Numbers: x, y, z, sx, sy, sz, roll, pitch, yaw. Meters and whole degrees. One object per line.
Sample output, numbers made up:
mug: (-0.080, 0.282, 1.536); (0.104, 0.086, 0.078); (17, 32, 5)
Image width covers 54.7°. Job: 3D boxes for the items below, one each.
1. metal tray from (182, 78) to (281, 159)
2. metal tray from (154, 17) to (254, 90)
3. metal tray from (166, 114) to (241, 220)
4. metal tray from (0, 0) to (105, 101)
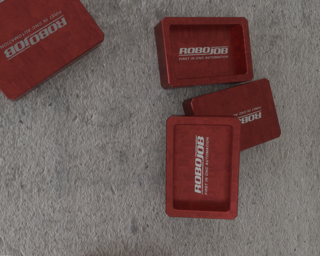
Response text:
metal tray: (0.105, -0.013, 0.445); (0.131, 0.030, 0.089); (-17, 96, -19)
metal tray: (0.063, -0.104, 0.429); (0.131, 0.030, 0.089); (-8, 93, -20)
metal tray: (0.054, 0.049, 0.398); (0.090, 0.030, 0.129); (1, 97, 5)
metal tray: (-0.142, -0.103, 0.353); (0.131, 0.030, 0.090); (-39, 103, -16)
